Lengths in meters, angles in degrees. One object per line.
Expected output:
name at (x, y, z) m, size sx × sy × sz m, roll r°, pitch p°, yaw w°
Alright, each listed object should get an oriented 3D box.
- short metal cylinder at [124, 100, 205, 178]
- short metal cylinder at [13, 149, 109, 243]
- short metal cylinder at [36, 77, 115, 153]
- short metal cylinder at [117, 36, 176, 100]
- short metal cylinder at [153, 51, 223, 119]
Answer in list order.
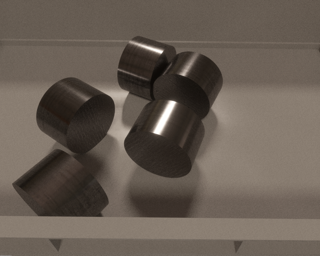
short metal cylinder at (0.006, 0.014, 0.358) m, size 0.080 × 0.080 × 0.050 m, roll 17°, pitch 52°, yaw 13°
short metal cylinder at (-0.099, 0.068, 0.311) m, size 0.080 × 0.080 × 0.050 m, roll 31°, pitch 57°, yaw 23°
short metal cylinder at (-0.101, -0.016, 0.381) m, size 0.050 × 0.080 × 0.080 m, roll 29°, pitch 56°, yaw 22°
short metal cylinder at (-0.017, -0.084, 0.440) m, size 0.050 × 0.080 × 0.080 m, roll 22°, pitch 53°, yaw 18°
short metal cylinder at (0.038, -0.055, 0.416) m, size 0.080 × 0.080 × 0.050 m, roll 21°, pitch 53°, yaw 16°
